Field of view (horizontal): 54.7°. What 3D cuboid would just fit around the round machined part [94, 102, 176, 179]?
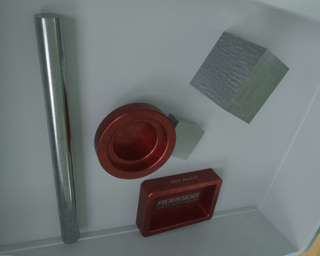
[{"bbox_3d":[-0.033,0.012,0.386,0.099,0.042,0.097,-12,122,-19],"label":"round machined part"}]

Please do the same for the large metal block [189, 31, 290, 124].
[{"bbox_3d":[0.096,-0.064,0.388,0.050,0.080,0.080,24,105,-37],"label":"large metal block"}]

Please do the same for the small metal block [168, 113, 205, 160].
[{"bbox_3d":[0.026,0.013,0.433,0.050,0.025,0.050,20,108,-36],"label":"small metal block"}]

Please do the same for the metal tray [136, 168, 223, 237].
[{"bbox_3d":[0.031,0.118,0.497,0.131,0.030,0.089,-6,121,-26],"label":"metal tray"}]

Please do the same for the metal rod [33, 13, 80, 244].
[{"bbox_3d":[-0.115,0.024,0.361,0.025,0.025,0.298,-10,123,-24],"label":"metal rod"}]
